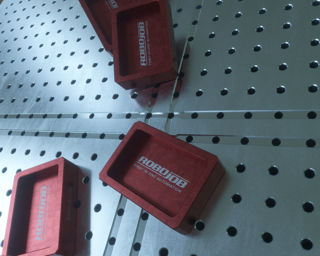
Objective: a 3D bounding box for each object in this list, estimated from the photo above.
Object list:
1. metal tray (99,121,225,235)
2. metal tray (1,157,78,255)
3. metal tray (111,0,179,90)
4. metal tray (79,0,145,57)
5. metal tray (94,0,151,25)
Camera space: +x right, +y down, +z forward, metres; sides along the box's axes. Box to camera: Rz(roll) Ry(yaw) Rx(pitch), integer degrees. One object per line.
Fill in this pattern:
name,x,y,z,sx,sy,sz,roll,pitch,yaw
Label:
metal tray,-0.001,0.053,0.371,0.130,0.030,0.090,24,74,36
metal tray,-0.159,0.112,0.417,0.090,0.030,0.130,-19,54,16
metal tray,-0.025,-0.130,0.469,0.090,0.030,0.129,-10,73,17
metal tray,-0.075,-0.198,0.532,0.090,0.030,0.130,-31,75,8
metal tray,-0.055,-0.264,0.593,0.130,0.030,0.090,-41,51,-1
